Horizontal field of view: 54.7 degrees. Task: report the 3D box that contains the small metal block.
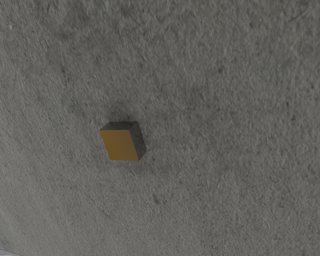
[{"bbox_3d":[-0.052,0.019,0.444,0.050,0.025,0.050,-1,118,28],"label":"small metal block"}]
